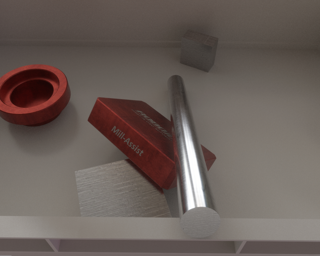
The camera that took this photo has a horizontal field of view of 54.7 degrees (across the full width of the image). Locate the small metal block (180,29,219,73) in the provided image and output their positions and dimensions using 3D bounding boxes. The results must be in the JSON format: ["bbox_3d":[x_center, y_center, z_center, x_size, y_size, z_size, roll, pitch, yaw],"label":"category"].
[{"bbox_3d":[0.061,-0.122,0.493,0.050,0.050,0.025,23,54,17],"label":"small metal block"}]

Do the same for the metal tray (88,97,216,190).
[{"bbox_3d":[-0.009,0.012,0.359,0.130,0.030,0.091,38,21,27],"label":"metal tray"}]

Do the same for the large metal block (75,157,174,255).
[{"bbox_3d":[-0.038,0.081,0.320,0.081,0.050,0.080,-13,51,-11],"label":"large metal block"}]

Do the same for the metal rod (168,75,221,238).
[{"bbox_3d":[0.024,-0.004,0.329,0.025,0.025,0.300,0,25,0],"label":"metal rod"}]

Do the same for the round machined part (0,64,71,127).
[{"bbox_3d":[-0.173,-0.040,0.426,0.099,0.042,0.098,0,50,0],"label":"round machined part"}]
